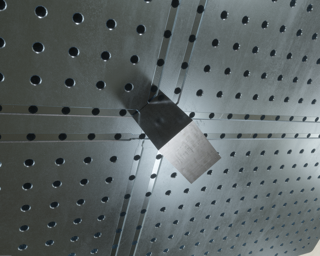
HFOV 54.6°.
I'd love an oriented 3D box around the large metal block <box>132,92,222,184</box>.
[{"bbox_3d":[0.021,0.012,0.393,0.050,0.080,0.080,-41,130,0],"label":"large metal block"}]
